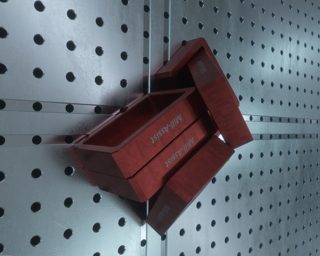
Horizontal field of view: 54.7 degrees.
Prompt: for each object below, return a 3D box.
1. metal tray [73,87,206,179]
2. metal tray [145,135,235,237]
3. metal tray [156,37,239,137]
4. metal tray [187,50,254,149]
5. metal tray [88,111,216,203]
[{"bbox_3d":[-0.022,0.000,0.350,0.131,0.090,0.030,-40,115,-33],"label":"metal tray"},{"bbox_3d":[0.033,0.074,0.379,0.030,0.129,0.091,41,56,14],"label":"metal tray"},{"bbox_3d":[0.061,-0.054,0.458,0.090,0.030,0.130,-51,120,-28],"label":"metal tray"},{"bbox_3d":[0.073,-0.041,0.398,0.090,0.030,0.130,58,12,-24],"label":"metal tray"},{"bbox_3d":[-0.008,0.025,0.360,0.131,0.090,0.030,-40,115,-33],"label":"metal tray"}]
